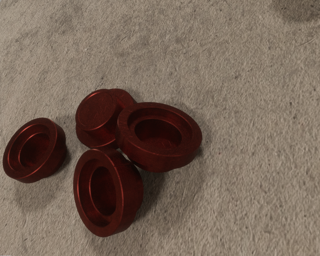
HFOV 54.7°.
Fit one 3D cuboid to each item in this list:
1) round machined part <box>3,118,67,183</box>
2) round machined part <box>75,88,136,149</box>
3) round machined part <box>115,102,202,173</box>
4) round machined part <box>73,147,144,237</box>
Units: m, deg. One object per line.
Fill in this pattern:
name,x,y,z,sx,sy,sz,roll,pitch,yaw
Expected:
round machined part,-0.180,0.036,0.463,0.098,0.042,0.098,-13,56,20
round machined part,-0.081,-0.017,0.444,0.098,0.042,0.098,-13,56,20
round machined part,-0.004,0.014,0.363,0.099,0.042,0.098,11,36,-8
round machined part,-0.057,0.071,0.358,0.098,0.042,0.097,3,94,45
